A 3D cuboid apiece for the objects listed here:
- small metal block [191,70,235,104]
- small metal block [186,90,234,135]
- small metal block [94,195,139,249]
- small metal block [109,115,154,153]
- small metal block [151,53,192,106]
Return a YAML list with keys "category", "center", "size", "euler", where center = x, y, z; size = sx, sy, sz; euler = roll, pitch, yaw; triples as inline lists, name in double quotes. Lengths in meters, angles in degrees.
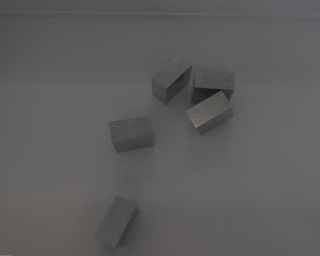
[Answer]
- category: "small metal block"
  center: [0.069, -0.052, 0.416]
  size: [0.050, 0.050, 0.025]
  euler: [4, 70, 1]
- category: "small metal block"
  center: [0.065, -0.018, 0.397]
  size: [0.050, 0.050, 0.025]
  euler: [-30, 73, 7]
- category: "small metal block"
  center: [-0.048, 0.108, 0.356]
  size: [0.025, 0.050, 0.050]
  euler: [25, 72, 9]
- category: "small metal block"
  center: [-0.035, 0.009, 0.393]
  size: [0.050, 0.050, 0.025]
  euler: [-10, 71, -4]
- category: "small metal block"
  center: [0.016, -0.065, 0.420]
  size: [0.025, 0.050, 0.050]
  euler: [42, 75, 13]
